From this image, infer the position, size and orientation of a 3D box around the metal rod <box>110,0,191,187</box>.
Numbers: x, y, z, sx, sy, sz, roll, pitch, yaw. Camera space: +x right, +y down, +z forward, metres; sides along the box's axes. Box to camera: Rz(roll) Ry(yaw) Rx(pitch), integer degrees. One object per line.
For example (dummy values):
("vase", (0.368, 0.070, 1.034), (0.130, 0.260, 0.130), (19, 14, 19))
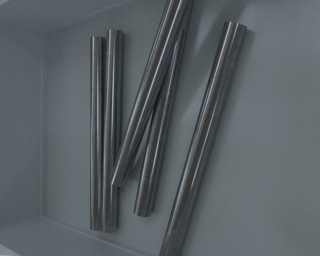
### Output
("metal rod", (-0.013, -0.048, 0.384), (0.025, 0.025, 0.298), (39, 122, 33))

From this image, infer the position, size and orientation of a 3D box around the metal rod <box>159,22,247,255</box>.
("metal rod", (0.046, 0.029, 0.368), (0.025, 0.025, 0.298), (24, 105, 37))

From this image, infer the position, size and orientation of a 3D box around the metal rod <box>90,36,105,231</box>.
("metal rod", (-0.097, 0.009, 0.486), (0.025, 0.025, 0.298), (0, 90, 40))

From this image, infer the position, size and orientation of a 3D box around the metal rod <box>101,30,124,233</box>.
("metal rod", (-0.072, 0.006, 0.466), (0.025, 0.025, 0.298), (3, 92, 40))

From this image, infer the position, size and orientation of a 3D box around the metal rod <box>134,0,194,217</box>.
("metal rod", (0.004, -0.027, 0.403), (0.025, 0.025, 0.298), (18, 102, 38))
